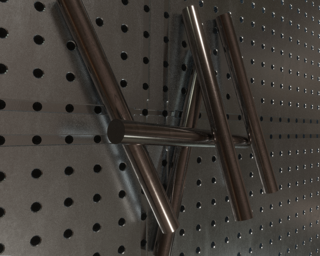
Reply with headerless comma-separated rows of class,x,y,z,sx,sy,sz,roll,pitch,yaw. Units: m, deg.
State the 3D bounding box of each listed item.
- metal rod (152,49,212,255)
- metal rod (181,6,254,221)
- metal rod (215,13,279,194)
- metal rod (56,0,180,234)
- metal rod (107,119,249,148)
metal rod,0.034,0.027,0.439,0.025,0.025,0.299,21,77,-39
metal rod,0.075,-0.026,0.424,0.025,0.025,0.299,-5,78,-40
metal rod,0.143,-0.037,0.508,0.025,0.025,0.298,-21,96,-38
metal rod,-0.043,-0.007,0.362,0.025,0.025,0.299,-33,107,-36
metal rod,0.052,0.013,0.419,0.302,0.025,0.025,6,86,-51
